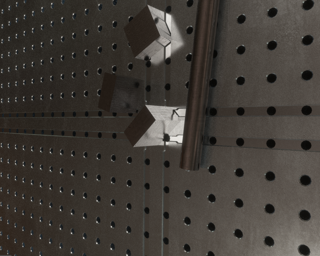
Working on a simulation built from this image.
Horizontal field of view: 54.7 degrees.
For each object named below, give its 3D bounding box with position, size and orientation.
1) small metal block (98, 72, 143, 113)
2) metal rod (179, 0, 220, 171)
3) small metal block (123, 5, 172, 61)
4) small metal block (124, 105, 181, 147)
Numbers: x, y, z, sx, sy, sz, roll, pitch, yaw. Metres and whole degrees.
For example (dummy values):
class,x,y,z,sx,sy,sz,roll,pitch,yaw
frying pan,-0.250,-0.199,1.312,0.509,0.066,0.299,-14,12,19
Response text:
class,x,y,z,sx,sy,sz,roll,pitch,yaw
small metal block,-0.055,-0.049,0.436,0.025,0.050,0.050,22,104,37
metal rod,0.052,-0.099,0.365,0.025,0.025,0.298,10,96,39
small metal block,-0.017,-0.128,0.422,0.050,0.025,0.050,-32,70,35
small metal block,-0.010,-0.002,0.399,0.050,0.050,0.025,-49,61,28
